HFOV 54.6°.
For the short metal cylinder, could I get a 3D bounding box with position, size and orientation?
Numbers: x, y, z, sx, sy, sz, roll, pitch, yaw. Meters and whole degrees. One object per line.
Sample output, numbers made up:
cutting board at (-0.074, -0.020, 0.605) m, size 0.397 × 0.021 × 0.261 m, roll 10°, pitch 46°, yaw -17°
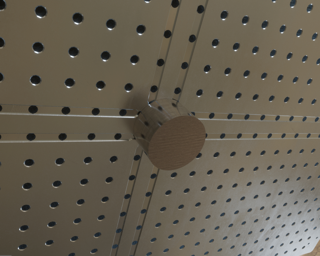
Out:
short metal cylinder at (0.012, 0.008, 0.406) m, size 0.081 × 0.050 × 0.080 m, roll -14°, pitch 124°, yaw -21°
